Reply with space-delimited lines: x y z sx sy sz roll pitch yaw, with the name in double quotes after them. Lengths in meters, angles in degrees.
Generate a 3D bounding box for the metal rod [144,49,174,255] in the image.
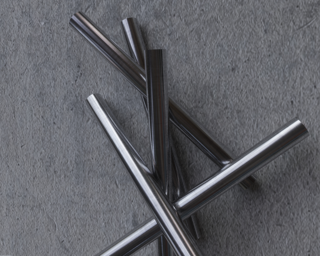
0.002 0.058 0.377 0.025 0.025 0.298 1 102 20 "metal rod"

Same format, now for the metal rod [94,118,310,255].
0.034 0.087 0.356 0.300 0.025 0.025 -36 78 7 "metal rod"

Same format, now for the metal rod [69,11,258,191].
0.000 -0.037 0.386 0.300 0.025 0.025 44 104 6 "metal rod"

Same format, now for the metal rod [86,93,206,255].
-0.019 0.061 0.362 0.025 0.025 0.300 -46 56 14 "metal rod"

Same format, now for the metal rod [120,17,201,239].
-0.001 -0.002 0.409 0.025 0.025 0.299 -18 84 19 "metal rod"
